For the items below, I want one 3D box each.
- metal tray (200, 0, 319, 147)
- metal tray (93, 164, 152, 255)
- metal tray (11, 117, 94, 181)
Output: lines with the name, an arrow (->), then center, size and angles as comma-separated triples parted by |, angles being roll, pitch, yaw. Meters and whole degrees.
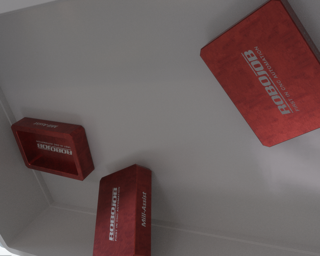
metal tray -> 0.114, -0.052, 0.313 | 0.090, 0.030, 0.130 | -30, 102, 37
metal tray -> -0.055, 0.127, 0.454 | 0.090, 0.130, 0.030 | -26, 141, 37
metal tray -> -0.180, 0.034, 0.521 | 0.130, 0.030, 0.089 | 8, 122, 24
